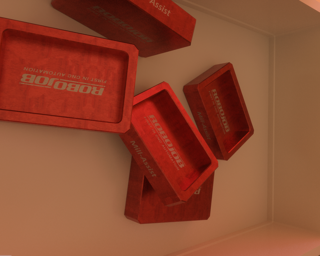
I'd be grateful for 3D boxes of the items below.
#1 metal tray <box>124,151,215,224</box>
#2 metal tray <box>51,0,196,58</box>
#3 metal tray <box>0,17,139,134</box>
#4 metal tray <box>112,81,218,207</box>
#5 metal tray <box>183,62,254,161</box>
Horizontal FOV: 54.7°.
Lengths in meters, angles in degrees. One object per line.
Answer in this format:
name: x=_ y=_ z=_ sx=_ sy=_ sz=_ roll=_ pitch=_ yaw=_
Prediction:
metal tray: x=0.019 y=0.079 z=0.421 sx=0.131 sy=0.030 sz=0.090 roll=11 pitch=83 yaw=-40
metal tray: x=-0.037 y=-0.124 z=0.334 sx=0.131 sy=0.090 sz=0.030 roll=22 pitch=77 yaw=-38
metal tray: x=-0.091 y=-0.045 z=0.297 sx=0.131 sy=0.030 sz=0.089 roll=7 pitch=85 yaw=-18
metal tray: x=0.008 y=0.016 z=0.375 sx=0.091 sy=0.030 sz=0.130 roll=-35 pitch=93 yaw=-45
metal tray: x=0.096 y=-0.026 z=0.486 sx=0.091 sy=0.030 sz=0.129 roll=-37 pitch=113 yaw=-34
